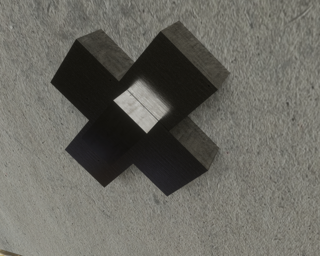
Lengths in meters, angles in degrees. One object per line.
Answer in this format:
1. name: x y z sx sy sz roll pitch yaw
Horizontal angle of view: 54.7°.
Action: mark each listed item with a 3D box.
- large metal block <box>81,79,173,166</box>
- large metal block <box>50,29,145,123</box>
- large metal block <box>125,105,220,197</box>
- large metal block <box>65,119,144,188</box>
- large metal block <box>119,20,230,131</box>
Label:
1. large metal block: -0.038 -0.010 0.385 0.050 0.080 0.080 45 129 -4
2. large metal block: -0.078 -0.063 0.392 0.080 0.050 0.080 45 129 -4
3. large metal block: 0.015 0.030 0.401 0.080 0.050 0.080 45 129 -4
4. large metal block: -0.076 0.027 0.446 0.080 0.050 0.080 45 129 -4
5. large metal block: 0.016 -0.057 0.346 0.080 0.050 0.080 45 129 -4
